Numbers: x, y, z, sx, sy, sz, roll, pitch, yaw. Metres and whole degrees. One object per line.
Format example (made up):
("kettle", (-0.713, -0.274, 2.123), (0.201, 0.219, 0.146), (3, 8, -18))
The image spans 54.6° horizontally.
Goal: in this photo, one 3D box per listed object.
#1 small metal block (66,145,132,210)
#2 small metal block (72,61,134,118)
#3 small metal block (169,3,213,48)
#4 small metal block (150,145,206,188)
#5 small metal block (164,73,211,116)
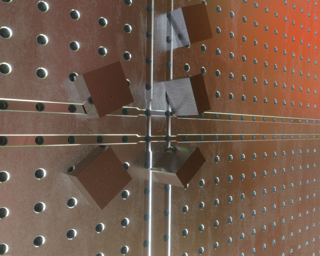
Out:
("small metal block", (-0.068, 0.055, 0.352), (0.050, 0.025, 0.050), (-44, 117, -31))
("small metal block", (-0.064, -0.044, 0.355), (0.050, 0.025, 0.050), (-30, 109, -36))
("small metal block", (0.045, -0.148, 0.446), (0.050, 0.025, 0.050), (-27, 107, -37))
("small metal block", (0.024, 0.049, 0.412), (0.050, 0.050, 0.025), (-46, 118, -30))
("small metal block", (0.037, -0.045, 0.422), (0.025, 0.050, 0.050), (-25, 106, -37))
